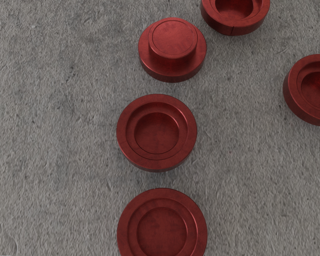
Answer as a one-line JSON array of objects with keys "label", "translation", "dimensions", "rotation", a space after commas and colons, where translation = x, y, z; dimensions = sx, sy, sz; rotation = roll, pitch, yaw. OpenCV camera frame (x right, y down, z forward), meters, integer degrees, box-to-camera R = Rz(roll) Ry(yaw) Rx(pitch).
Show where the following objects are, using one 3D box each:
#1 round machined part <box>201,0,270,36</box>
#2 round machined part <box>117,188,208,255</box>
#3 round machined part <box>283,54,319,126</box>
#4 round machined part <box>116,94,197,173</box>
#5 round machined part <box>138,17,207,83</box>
[{"label": "round machined part", "translation": [0.109, -0.179, 0.465], "dimensions": [0.099, 0.042, 0.098], "rotation": [0, 70, 0]}, {"label": "round machined part", "translation": [0.002, 0.120, 0.355], "dimensions": [0.099, 0.042, 0.098], "rotation": [0, 70, 0]}, {"label": "round machined part", "translation": [0.215, -0.047, 0.418], "dimensions": [0.099, 0.042, 0.098], "rotation": [0, 70, 0]}, {"label": "round machined part", "translation": [-0.004, 0.009, 0.396], "dimensions": [0.099, 0.042, 0.098], "rotation": [0, 70, 0]}, {"label": "round machined part", "translation": [0.018, -0.117, 0.442], "dimensions": [0.099, 0.042, 0.098], "rotation": [0, 70, 0]}]
